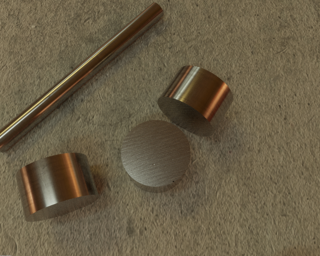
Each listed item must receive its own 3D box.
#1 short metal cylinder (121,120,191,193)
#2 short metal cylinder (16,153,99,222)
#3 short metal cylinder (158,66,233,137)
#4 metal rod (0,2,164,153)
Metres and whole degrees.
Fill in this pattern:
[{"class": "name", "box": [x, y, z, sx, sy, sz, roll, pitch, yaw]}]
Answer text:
[{"class": "short metal cylinder", "box": [-0.005, 0.036, 0.381, 0.081, 0.050, 0.080, 0, 70, 0]}, {"class": "short metal cylinder", "box": [-0.116, 0.068, 0.353, 0.080, 0.080, 0.050, -20, 71, -7]}, {"class": "short metal cylinder", "box": [0.044, -0.033, 0.391, 0.080, 0.080, 0.050, 31, 73, 10]}, {"class": "metal rod", "box": [-0.107, -0.079, 0.435, 0.025, 0.025, 0.301, 42, 75, 13]}]
